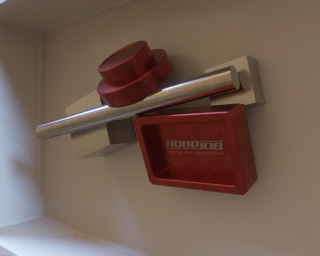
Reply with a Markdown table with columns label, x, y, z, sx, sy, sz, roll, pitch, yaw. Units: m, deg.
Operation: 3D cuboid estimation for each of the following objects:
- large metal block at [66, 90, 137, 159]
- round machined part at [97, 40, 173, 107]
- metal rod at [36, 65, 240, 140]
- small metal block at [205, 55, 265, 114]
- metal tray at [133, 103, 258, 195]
| label | x | y | z | sx | sy | sz | roll | pitch | yaw |
| --- | --- | --- | --- | --- | --- | --- | --- | --- | --- |
| large metal block | -0.088 | -0.004 | 0.458 | 0.080 | 0.050 | 0.080 | -23 | 76 | 37 |
| round machined part | -0.037 | -0.072 | 0.383 | 0.098 | 0.098 | 0.042 | -6 | 127 | 39 |
| metal rod | -0.050 | -0.022 | 0.386 | 0.300 | 0.025 | 0.025 | -13 | 82 | 31 |
| small metal block | 0.081 | -0.045 | 0.337 | 0.050 | 0.025 | 0.050 | -15 | 81 | 38 |
| metal tray | 0.036 | 0.023 | 0.352 | 0.130 | 0.030 | 0.089 | -2 | 108 | 39 |
